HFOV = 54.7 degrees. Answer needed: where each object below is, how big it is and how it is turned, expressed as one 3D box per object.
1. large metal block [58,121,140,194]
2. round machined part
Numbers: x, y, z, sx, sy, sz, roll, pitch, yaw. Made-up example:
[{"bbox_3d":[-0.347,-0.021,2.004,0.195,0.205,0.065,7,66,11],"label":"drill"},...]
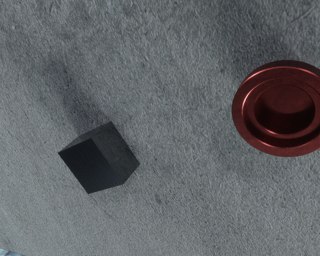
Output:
[{"bbox_3d":[-0.092,0.046,0.468,0.080,0.050,0.080,-22,107,36],"label":"large metal block"},{"bbox_3d":[0.127,-0.022,0.315,0.098,0.042,0.097,13,124,21],"label":"round machined part"}]
